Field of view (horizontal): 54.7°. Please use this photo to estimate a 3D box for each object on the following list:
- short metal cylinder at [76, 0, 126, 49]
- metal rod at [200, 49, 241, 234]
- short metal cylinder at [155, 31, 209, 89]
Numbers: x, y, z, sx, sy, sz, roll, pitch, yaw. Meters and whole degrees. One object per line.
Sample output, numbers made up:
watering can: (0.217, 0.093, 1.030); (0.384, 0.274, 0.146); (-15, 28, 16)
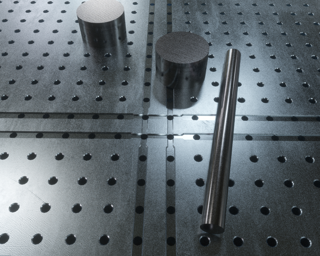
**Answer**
short metal cylinder: (-0.101, -0.185, 0.546); (0.080, 0.050, 0.080); (0, 50, 0)
metal rod: (0.087, -0.008, 0.414); (0.025, 0.025, 0.300); (10, 51, 8)
short metal cylinder: (0.033, -0.105, 0.480); (0.080, 0.050, 0.080); (0, 50, 0)
